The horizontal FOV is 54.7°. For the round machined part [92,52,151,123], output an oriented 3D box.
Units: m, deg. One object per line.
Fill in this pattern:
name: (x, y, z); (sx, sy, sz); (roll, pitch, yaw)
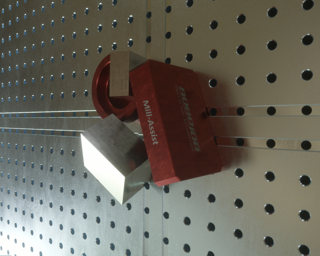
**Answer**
round machined part: (-0.048, -0.055, 0.436); (0.098, 0.042, 0.097); (0, 90, 39)

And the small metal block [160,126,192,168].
small metal block: (0.015, 0.025, 0.389); (0.050, 0.025, 0.050); (19, 107, 49)

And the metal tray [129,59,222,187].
metal tray: (0.019, -0.006, 0.349); (0.030, 0.091, 0.129); (-23, 76, 38)

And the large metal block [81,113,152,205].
large metal block: (-0.056, 0.042, 0.408); (0.080, 0.050, 0.080); (41, 147, 20)

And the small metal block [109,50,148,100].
small metal block: (-0.034, -0.060, 0.366); (0.025, 0.050, 0.050); (0, 89, 26)
